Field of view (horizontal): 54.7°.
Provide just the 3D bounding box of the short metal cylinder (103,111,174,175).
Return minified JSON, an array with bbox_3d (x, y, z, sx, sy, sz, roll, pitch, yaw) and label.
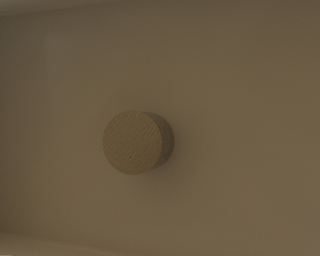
[{"bbox_3d":[-0.027,0.018,0.406,0.080,0.050,0.079,0,90,19],"label":"short metal cylinder"}]
